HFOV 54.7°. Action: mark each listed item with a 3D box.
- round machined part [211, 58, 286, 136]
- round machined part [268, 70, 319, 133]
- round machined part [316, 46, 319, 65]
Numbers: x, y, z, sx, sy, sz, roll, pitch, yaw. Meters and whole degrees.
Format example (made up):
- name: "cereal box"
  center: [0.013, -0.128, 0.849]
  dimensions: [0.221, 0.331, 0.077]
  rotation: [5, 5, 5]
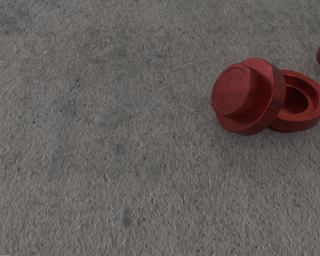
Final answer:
- name: "round machined part"
  center: [0.102, -0.042, 0.387]
  dimensions: [0.042, 0.097, 0.098]
  rotation: [17, 43, -29]
- name: "round machined part"
  center: [0.168, -0.032, 0.420]
  dimensions: [0.099, 0.042, 0.098]
  rotation: [0, 50, 0]
- name: "round machined part"
  center: [0.293, -0.101, 0.479]
  dimensions: [0.099, 0.042, 0.098]
  rotation: [0, 50, 0]
